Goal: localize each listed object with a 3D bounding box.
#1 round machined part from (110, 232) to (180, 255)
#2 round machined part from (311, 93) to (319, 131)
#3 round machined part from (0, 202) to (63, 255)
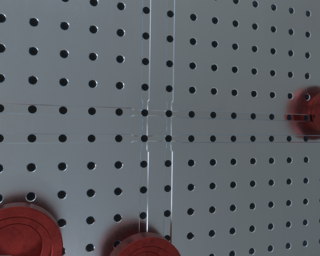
[{"bbox_3d":[-0.023,0.182,0.395,0.099,0.042,0.097,0,90,-20],"label":"round machined part"},{"bbox_3d":[0.292,-0.026,0.510,0.099,0.042,0.097,0,90,-20],"label":"round machined part"},{"bbox_3d":[-0.161,0.131,0.345,0.099,0.042,0.097,0,90,-20],"label":"round machined part"}]
